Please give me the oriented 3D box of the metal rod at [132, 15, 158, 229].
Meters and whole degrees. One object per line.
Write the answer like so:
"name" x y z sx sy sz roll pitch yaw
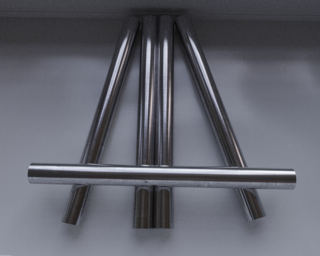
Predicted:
"metal rod" -0.018 -0.022 0.416 0.025 0.025 0.299 1 70 0

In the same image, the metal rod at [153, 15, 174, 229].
"metal rod" 0.007 -0.022 0.416 0.025 0.025 0.299 1 70 0

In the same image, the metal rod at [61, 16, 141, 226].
"metal rod" -0.073 -0.024 0.416 0.025 0.025 0.299 12 70 4

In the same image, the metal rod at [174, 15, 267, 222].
"metal rod" 0.074 -0.027 0.419 0.025 0.025 0.299 -15 71 -5

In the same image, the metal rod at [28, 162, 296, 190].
"metal rod" 0.002 0.056 0.360 0.302 0.025 0.025 1 70 0
